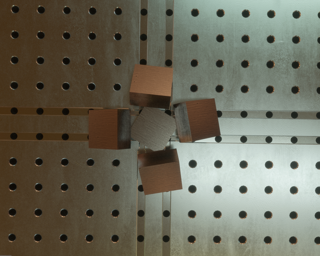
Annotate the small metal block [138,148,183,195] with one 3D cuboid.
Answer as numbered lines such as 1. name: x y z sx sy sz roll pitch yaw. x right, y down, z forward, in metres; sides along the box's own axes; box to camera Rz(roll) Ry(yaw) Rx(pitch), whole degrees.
1. small metal block: 0.001 0.057 0.401 0.050 0.025 0.050 -9 126 0

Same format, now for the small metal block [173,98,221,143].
1. small metal block: 0.048 -0.010 0.402 0.050 0.025 0.050 -10 90 -35

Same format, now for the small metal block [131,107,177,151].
1. small metal block: -0.008 0.001 0.413 0.050 0.025 0.050 31 90 -1

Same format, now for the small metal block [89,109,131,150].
1. small metal block: -0.065 0.002 0.401 0.050 0.025 0.050 0 90 34

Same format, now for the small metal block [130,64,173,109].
1. small metal block: -0.011 -0.054 0.401 0.050 0.025 0.050 6 54 0
